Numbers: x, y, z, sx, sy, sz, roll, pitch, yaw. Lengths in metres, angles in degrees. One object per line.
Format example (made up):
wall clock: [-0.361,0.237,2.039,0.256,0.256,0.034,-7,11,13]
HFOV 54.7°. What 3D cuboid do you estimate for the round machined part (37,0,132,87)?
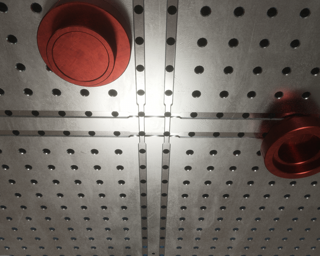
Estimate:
round machined part: [-0.080,-0.084,0.328,0.099,0.042,0.097,-1,130,0]

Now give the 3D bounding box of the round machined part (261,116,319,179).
round machined part: [0.187,0.022,0.422,0.099,0.042,0.097,-1,130,0]
